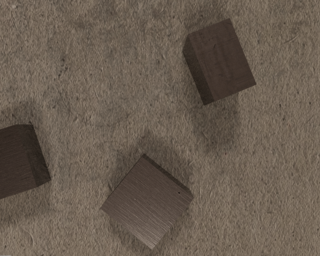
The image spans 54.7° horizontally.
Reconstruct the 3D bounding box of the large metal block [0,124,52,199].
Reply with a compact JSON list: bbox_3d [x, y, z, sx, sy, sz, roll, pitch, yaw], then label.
[{"bbox_3d":[-0.198,0.046,0.395,0.080,0.050,0.080,-18,90,-1],"label":"large metal block"}]

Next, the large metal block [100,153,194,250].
[{"bbox_3d":[-0.016,0.090,0.397,0.080,0.050,0.080,39,90,-1],"label":"large metal block"}]

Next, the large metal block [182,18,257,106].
[{"bbox_3d":[0.069,-0.076,0.383,0.050,0.080,0.080,-22,90,0],"label":"large metal block"}]
